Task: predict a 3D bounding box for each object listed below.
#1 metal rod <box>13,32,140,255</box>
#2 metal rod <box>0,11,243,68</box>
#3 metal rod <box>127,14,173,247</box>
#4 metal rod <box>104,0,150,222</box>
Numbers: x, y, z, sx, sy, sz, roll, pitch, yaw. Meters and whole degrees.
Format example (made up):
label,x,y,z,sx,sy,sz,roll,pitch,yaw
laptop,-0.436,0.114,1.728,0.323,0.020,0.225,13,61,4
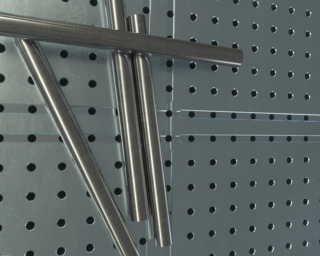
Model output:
label,x,y,z,sx,sy,sz,roll,pitch,yaw
metal rod,-0.096,0.030,0.376,0.025,0.025,0.299,-27,99,-18
metal rod,-0.036,-0.102,0.371,0.302,0.025,0.025,3,89,-20
metal rod,-0.013,0.005,0.407,0.025,0.025,0.298,-8,93,-20
metal rod,-0.043,-0.031,0.396,0.025,0.025,0.298,-8,93,-20
